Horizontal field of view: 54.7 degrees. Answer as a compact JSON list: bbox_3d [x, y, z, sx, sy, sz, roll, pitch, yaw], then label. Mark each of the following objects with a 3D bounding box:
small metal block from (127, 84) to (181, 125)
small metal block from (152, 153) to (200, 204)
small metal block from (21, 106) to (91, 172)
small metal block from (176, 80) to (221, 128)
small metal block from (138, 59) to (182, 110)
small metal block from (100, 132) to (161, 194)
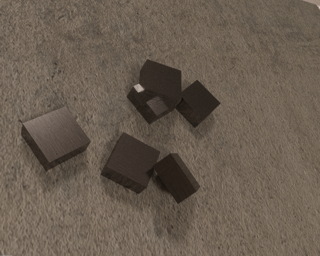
[{"bbox_3d":[-0.008,-0.040,0.425,0.050,0.025,0.050,-32,80,-38],"label":"small metal block"},{"bbox_3d":[0.021,0.057,0.364,0.050,0.025,0.050,55,7,10],"label":"small metal block"},{"bbox_3d":[-0.113,0.011,0.337,0.050,0.025,0.050,-30,79,-38],"label":"small metal block"},{"bbox_3d":[0.053,-0.036,0.456,0.050,0.025,0.050,46,51,3],"label":"small metal block"},{"bbox_3d":[0.000,-0.057,0.408,0.050,0.025,0.050,15,56,-20],"label":"small metal block"},{"bbox_3d":[-0.034,0.041,0.362,0.050,0.025,0.050,29,52,-10],"label":"small metal block"}]
